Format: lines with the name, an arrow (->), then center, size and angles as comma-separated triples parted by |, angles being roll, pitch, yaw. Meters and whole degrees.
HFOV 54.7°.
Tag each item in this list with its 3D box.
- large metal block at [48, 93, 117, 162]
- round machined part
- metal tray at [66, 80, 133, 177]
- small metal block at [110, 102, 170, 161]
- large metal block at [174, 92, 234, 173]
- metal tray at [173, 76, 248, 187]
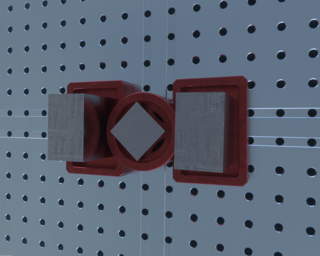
large metal block -> -0.098, -0.001, 0.404 | 0.050, 0.080, 0.080 | 1, 90, 20
round machined part -> -0.016, 0.005, 0.400 | 0.098, 0.042, 0.097 | 0, 90, 20
metal tray -> -0.086, 0.000, 0.439 | 0.090, 0.030, 0.129 | 1, 90, 20
small metal block -> -0.023, 0.004, 0.377 | 0.050, 0.025, 0.050 | 46, 104, 14
large metal block -> 0.053, 0.003, 0.350 | 0.050, 0.080, 0.080 | 2, 91, 20
metal tray -> 0.063, 0.004, 0.387 | 0.090, 0.030, 0.129 | 0, 90, 20
